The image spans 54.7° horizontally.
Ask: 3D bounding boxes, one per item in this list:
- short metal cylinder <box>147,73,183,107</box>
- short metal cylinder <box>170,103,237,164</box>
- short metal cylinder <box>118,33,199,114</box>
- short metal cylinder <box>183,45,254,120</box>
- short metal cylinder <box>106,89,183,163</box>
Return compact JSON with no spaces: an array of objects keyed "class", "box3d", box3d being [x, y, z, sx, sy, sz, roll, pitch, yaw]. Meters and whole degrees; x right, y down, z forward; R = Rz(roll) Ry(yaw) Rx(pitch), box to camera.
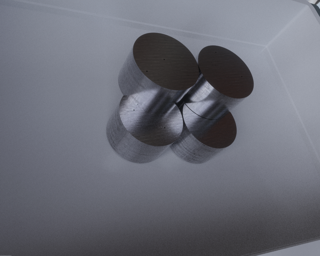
[{"class":"short metal cylinder","box3d":[0.005,-0.062,0.428,0.081,0.050,0.080,14,56,-21]},{"class":"short metal cylinder","box3d":[0.054,0.002,0.415,0.081,0.050,0.080,14,56,-21]},{"class":"short metal cylinder","box3d":[-0.002,-0.063,0.360,0.081,0.050,0.080,14,56,-21]},{"class":"short metal cylinder","box3d":[0.071,-0.058,0.395,0.081,0.050,0.080,14,56,-21]},{"class":"short metal cylinder","box3d":[-0.019,-0.003,0.379,0.081,0.050,0.080,14,56,-21]}]
